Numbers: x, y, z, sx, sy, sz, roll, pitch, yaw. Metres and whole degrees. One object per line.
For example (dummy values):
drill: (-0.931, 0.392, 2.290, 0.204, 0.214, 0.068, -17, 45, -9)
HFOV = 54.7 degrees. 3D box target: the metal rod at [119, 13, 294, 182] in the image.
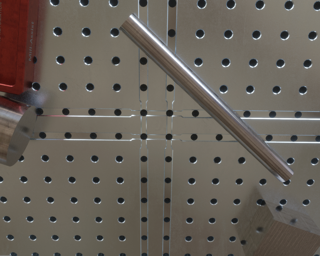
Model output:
metal rod: (0.069, -0.030, 0.402, 0.300, 0.025, 0.025, 41, 105, -14)

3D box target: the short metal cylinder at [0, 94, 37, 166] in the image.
short metal cylinder: (-0.195, 0.002, 0.383, 0.050, 0.080, 0.079, 20, 109, -7)

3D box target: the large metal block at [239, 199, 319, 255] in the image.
large metal block: (0.179, 0.165, 0.462, 0.080, 0.050, 0.079, 21, 109, -8)

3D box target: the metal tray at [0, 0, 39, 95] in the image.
metal tray: (-0.198, -0.112, 0.367, 0.091, 0.030, 0.129, 11, 110, -5)
